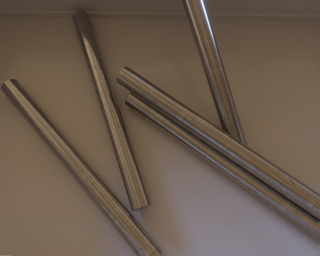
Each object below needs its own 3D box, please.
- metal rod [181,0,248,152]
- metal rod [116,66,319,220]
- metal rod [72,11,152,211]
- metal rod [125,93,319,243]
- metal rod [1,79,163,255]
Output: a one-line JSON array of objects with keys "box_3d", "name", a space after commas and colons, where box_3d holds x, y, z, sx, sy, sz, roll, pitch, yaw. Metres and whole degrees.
[{"box_3d": [0.054, -0.111, 0.379, 0.025, 0.025, 0.298, -20, 99, -7], "name": "metal rod"}, {"box_3d": [0.071, 0.013, 0.381, 0.300, 0.025, 0.025, 35, 74, 11], "name": "metal rod"}, {"box_3d": [-0.071, -0.036, 0.422, 0.025, 0.025, 0.299, -18, 71, -7], "name": "metal rod"}, {"box_3d": [0.080, 0.043, 0.394, 0.300, 0.025, 0.025, 35, 74, 12], "name": "metal rod"}, {"box_3d": [-0.107, 0.046, 0.391, 0.025, 0.025, 0.300, -41, 75, -13], "name": "metal rod"}]
